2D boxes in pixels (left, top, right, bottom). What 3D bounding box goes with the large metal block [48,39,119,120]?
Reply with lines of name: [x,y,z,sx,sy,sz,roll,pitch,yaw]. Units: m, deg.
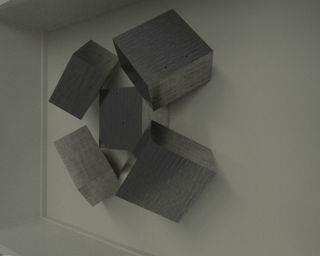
large metal block: [-0.106,-0.071,0.446,0.050,0.080,0.080,31,117,-11]

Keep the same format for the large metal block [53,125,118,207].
large metal block: [-0.102,0.056,0.446,0.080,0.050,0.080,53,165,26]

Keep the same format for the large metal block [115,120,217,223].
large metal block: [0.006,0.050,0.355,0.080,0.050,0.080,27,113,-11]

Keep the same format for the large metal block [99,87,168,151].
large metal block: [-0.036,-0.012,0.417,0.080,0.050,0.080,1,91,40]

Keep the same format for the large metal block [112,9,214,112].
large metal block: [0.004,-0.079,0.358,0.080,0.050,0.080,-30,63,-11]
